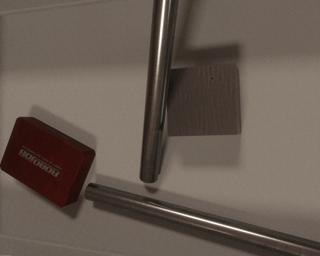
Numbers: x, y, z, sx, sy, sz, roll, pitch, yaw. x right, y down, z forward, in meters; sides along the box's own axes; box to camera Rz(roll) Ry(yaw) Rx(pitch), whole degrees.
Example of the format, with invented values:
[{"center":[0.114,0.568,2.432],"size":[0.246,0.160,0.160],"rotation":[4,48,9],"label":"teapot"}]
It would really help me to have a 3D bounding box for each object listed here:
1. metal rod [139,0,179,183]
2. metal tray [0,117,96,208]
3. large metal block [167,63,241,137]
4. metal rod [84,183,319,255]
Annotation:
[{"center":[-0.001,-0.063,0.345],"size":[0.025,0.025,0.298],"rotation":[17,121,19],"label":"metal rod"},{"center":[-0.171,0.048,0.466],"size":[0.130,0.030,0.089],"rotation":[26,98,17],"label":"metal tray"},{"center":[0.054,-0.031,0.378],"size":[0.080,0.050,0.079],"rotation":[-2,89,19],"label":"large metal block"},{"center":[0.039,0.116,0.396],"size":[0.301,0.025,0.025],"rotation":[10,94,19],"label":"metal rod"}]
